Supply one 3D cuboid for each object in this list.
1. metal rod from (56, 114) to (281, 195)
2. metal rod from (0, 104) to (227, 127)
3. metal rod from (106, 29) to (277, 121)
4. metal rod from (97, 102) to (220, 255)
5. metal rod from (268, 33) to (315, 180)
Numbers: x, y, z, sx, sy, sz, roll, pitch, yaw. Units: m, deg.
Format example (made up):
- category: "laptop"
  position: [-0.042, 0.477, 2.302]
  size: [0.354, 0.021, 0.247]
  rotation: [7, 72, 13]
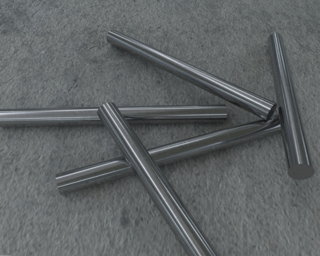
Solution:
- category: "metal rod"
  position: [0.029, 0.027, 0.380]
  size: [0.302, 0.025, 0.025]
  rotation: [-14, 52, -12]
- category: "metal rod"
  position: [-0.063, -0.016, 0.416]
  size: [0.302, 0.025, 0.025]
  rotation: [-1, 50, -2]
- category: "metal rod"
  position: [0.029, -0.089, 0.462]
  size: [0.300, 0.025, 0.025]
  rotation: [32, 57, 29]
- category: "metal rod"
  position: [0.015, 0.085, 0.310]
  size: [0.025, 0.025, 0.300]
  rotation: [-26, 62, -21]
- category: "metal rod"
  position: [0.171, -0.054, 0.424]
  size: [0.025, 0.025, 0.300]
  rotation: [9, 43, 7]
